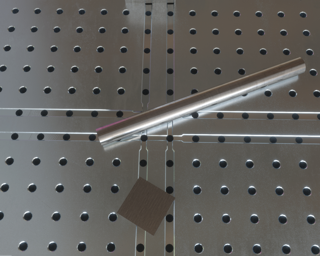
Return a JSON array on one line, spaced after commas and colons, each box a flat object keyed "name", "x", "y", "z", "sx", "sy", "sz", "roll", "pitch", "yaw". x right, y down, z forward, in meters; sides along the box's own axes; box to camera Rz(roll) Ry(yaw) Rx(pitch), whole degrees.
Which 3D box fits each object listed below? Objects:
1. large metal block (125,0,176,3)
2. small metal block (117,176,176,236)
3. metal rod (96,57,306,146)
[{"name": "large metal block", "x": -0.016, "y": -0.247, "z": 0.488, "sx": 0.081, "sy": 0.050, "sz": 0.080, "roll": -1, "pitch": 70, "yaw": -1}, {"name": "small metal block", "x": -0.016, "y": 0.095, "z": 0.377, "sx": 0.050, "sy": 0.025, "sz": 0.050, "roll": 29, "pitch": 73, "yaw": 10}, {"name": "metal rod", "x": 0.061, "y": -0.039, "z": 0.426, "sx": 0.302, "sy": 0.025, "sz": 0.025, "roll": -20, "pitch": 71, "yaw": -7}]
